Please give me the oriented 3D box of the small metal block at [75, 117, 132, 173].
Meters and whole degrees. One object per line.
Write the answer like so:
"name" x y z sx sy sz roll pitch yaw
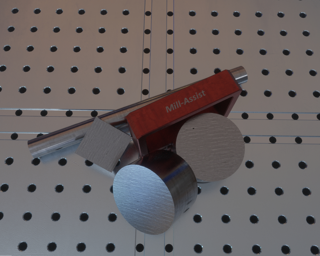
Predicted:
"small metal block" -0.070 0.020 0.386 0.050 0.025 0.050 30 88 -9

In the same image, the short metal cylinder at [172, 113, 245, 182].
"short metal cylinder" 0.056 0.026 0.380 0.081 0.050 0.080 1 78 -4

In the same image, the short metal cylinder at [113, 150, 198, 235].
"short metal cylinder" -0.005 0.070 0.346 0.080 0.080 0.050 45 35 14

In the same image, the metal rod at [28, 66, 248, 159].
"metal rod" -0.023 -0.024 0.416 0.302 0.025 0.025 -20 72 -8

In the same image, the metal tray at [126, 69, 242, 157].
"metal tray" 0.028 -0.014 0.379 0.131 0.090 0.030 -25 72 -9
